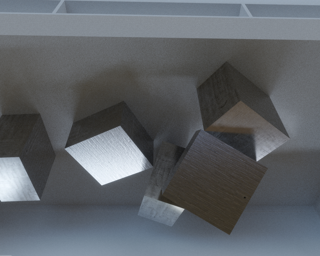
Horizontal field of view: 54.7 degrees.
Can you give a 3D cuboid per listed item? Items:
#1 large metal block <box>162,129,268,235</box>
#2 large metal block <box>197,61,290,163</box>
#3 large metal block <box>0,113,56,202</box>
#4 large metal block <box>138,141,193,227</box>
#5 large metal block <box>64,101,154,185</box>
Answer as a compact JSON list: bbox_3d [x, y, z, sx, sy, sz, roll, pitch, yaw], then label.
[{"bbox_3d":[0.057,0.057,0.346,0.080,0.050,0.080,31,87,1],"label":"large metal block"},{"bbox_3d":[0.093,-0.018,0.359,0.080,0.080,0.050,32,123,-25],"label":"large metal block"},{"bbox_3d":[-0.181,0.038,0.403,0.050,0.080,0.079,-2,130,1],"label":"large metal block"},{"bbox_3d":[0.010,0.077,0.420,0.050,0.080,0.080,19,146,1],"label":"large metal block"},{"bbox_3d":[-0.063,0.022,0.411,0.080,0.050,0.080,-22,127,17],"label":"large metal block"}]
